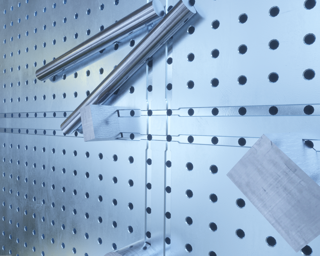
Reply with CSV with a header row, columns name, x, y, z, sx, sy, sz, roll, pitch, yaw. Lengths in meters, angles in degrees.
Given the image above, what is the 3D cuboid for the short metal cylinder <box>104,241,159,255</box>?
name,x,y,z,sx,sy,sz,roll,pitch,yaw
short metal cylinder,-0.039,0.204,0.426,0.080,0.050,0.079,0,90,40

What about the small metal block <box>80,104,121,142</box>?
name,x,y,z,sx,sy,sz,roll,pitch,yaw
small metal block,-0.089,-0.007,0.467,0.025,0.050,0.050,-17,80,39

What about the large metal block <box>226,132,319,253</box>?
name,x,y,z,sx,sy,sz,roll,pitch,yaw
large metal block,0.120,0.050,0.274,0.080,0.081,0.050,50,119,28

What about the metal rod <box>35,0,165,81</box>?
name,x,y,z,sx,sy,sz,roll,pitch,yaw
metal rod,-0.115,-0.131,0.504,0.300,0.025,0.025,-14,81,39

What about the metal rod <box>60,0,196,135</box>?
name,x,y,z,sx,sy,sz,roll,pitch,yaw
metal rod,-0.064,-0.075,0.461,0.299,0.025,0.025,-37,67,33
